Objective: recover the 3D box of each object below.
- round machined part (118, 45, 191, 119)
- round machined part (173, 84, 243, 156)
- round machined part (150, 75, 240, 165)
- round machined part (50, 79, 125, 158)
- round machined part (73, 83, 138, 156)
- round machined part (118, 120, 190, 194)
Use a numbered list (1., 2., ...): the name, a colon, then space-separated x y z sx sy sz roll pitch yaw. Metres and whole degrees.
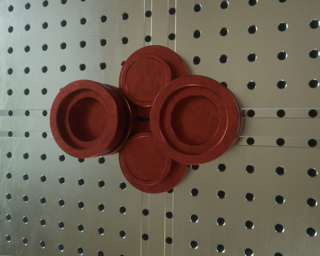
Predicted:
1. round machined part: -0.011 -0.060 0.407 0.098 0.042 0.097 0 90 20
2. round machined part: 0.053 -0.010 0.384 0.098 0.042 0.097 0 90 20
3. round machined part: 0.042 -0.009 0.354 0.098 0.042 0.097 0 90 20
4. round machined part: -0.089 -0.011 0.401 0.098 0.042 0.097 0 90 20
5. round machined part: -0.075 -0.011 0.430 0.098 0.042 0.097 0 90 20
6. round machined part: -0.011 0.038 0.407 0.098 0.042 0.097 0 90 20
